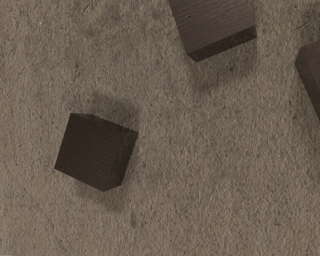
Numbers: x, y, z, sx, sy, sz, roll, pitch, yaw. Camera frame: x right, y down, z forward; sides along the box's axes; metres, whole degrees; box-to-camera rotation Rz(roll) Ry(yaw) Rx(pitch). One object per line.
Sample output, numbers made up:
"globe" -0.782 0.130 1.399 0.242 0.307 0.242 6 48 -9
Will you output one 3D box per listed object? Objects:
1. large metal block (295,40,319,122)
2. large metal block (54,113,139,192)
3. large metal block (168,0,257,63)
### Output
"large metal block" 0.181 -0.048 0.316 0.050 0.080 0.080 -22 83 18
"large metal block" -0.087 0.031 0.425 0.080 0.050 0.080 21 97 18
"large metal block" 0.063 -0.136 0.373 0.080 0.050 0.080 -20 84 18
